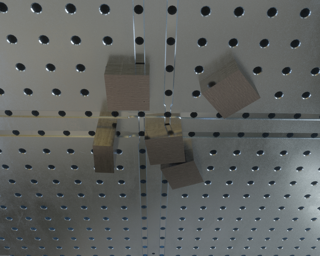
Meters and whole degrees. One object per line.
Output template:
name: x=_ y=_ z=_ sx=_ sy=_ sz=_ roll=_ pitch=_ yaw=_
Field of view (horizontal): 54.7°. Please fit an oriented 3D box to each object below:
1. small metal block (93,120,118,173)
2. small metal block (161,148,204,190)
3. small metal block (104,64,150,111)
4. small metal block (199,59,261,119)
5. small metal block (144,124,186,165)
small metal block: x=-0.072 y=0.025 z=0.415 sx=0.025 sy=0.050 sz=0.050 roll=3 pitch=130 yaw=-3
small metal block: x=0.033 y=0.062 z=0.466 sx=0.050 sy=0.025 sz=0.050 roll=-17 pitch=129 yaw=13
small metal block: x=-0.038 y=-0.048 z=0.370 sx=0.050 sy=0.025 sz=0.050 roll=0 pitch=130 yaw=-1
small metal block: x=0.084 y=-0.046 z=0.374 sx=0.050 sy=0.025 sz=0.050 roll=-32 pitch=124 yaw=24
small metal block: x=0.008 y=0.024 z=0.432 sx=0.050 sy=0.025 sz=0.050 roll=-6 pitch=130 yaw=5
